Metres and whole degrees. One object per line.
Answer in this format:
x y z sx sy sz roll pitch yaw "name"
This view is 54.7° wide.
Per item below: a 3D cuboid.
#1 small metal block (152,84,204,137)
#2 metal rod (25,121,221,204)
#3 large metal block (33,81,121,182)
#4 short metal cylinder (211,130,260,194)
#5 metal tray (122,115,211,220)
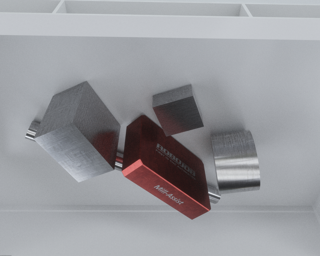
0.023 -0.021 0.388 0.050 0.025 0.050 -16 129 12 "small metal block"
-0.040 0.056 0.455 0.302 0.025 0.025 22 126 -19 "metal rod"
-0.093 0.004 0.373 0.050 0.080 0.080 -21 127 16 "large metal block"
0.098 0.045 0.411 0.050 0.080 0.080 -8 130 8 "short metal cylinder"
0.011 0.052 0.408 0.030 0.090 0.130 -36 122 26 "metal tray"
